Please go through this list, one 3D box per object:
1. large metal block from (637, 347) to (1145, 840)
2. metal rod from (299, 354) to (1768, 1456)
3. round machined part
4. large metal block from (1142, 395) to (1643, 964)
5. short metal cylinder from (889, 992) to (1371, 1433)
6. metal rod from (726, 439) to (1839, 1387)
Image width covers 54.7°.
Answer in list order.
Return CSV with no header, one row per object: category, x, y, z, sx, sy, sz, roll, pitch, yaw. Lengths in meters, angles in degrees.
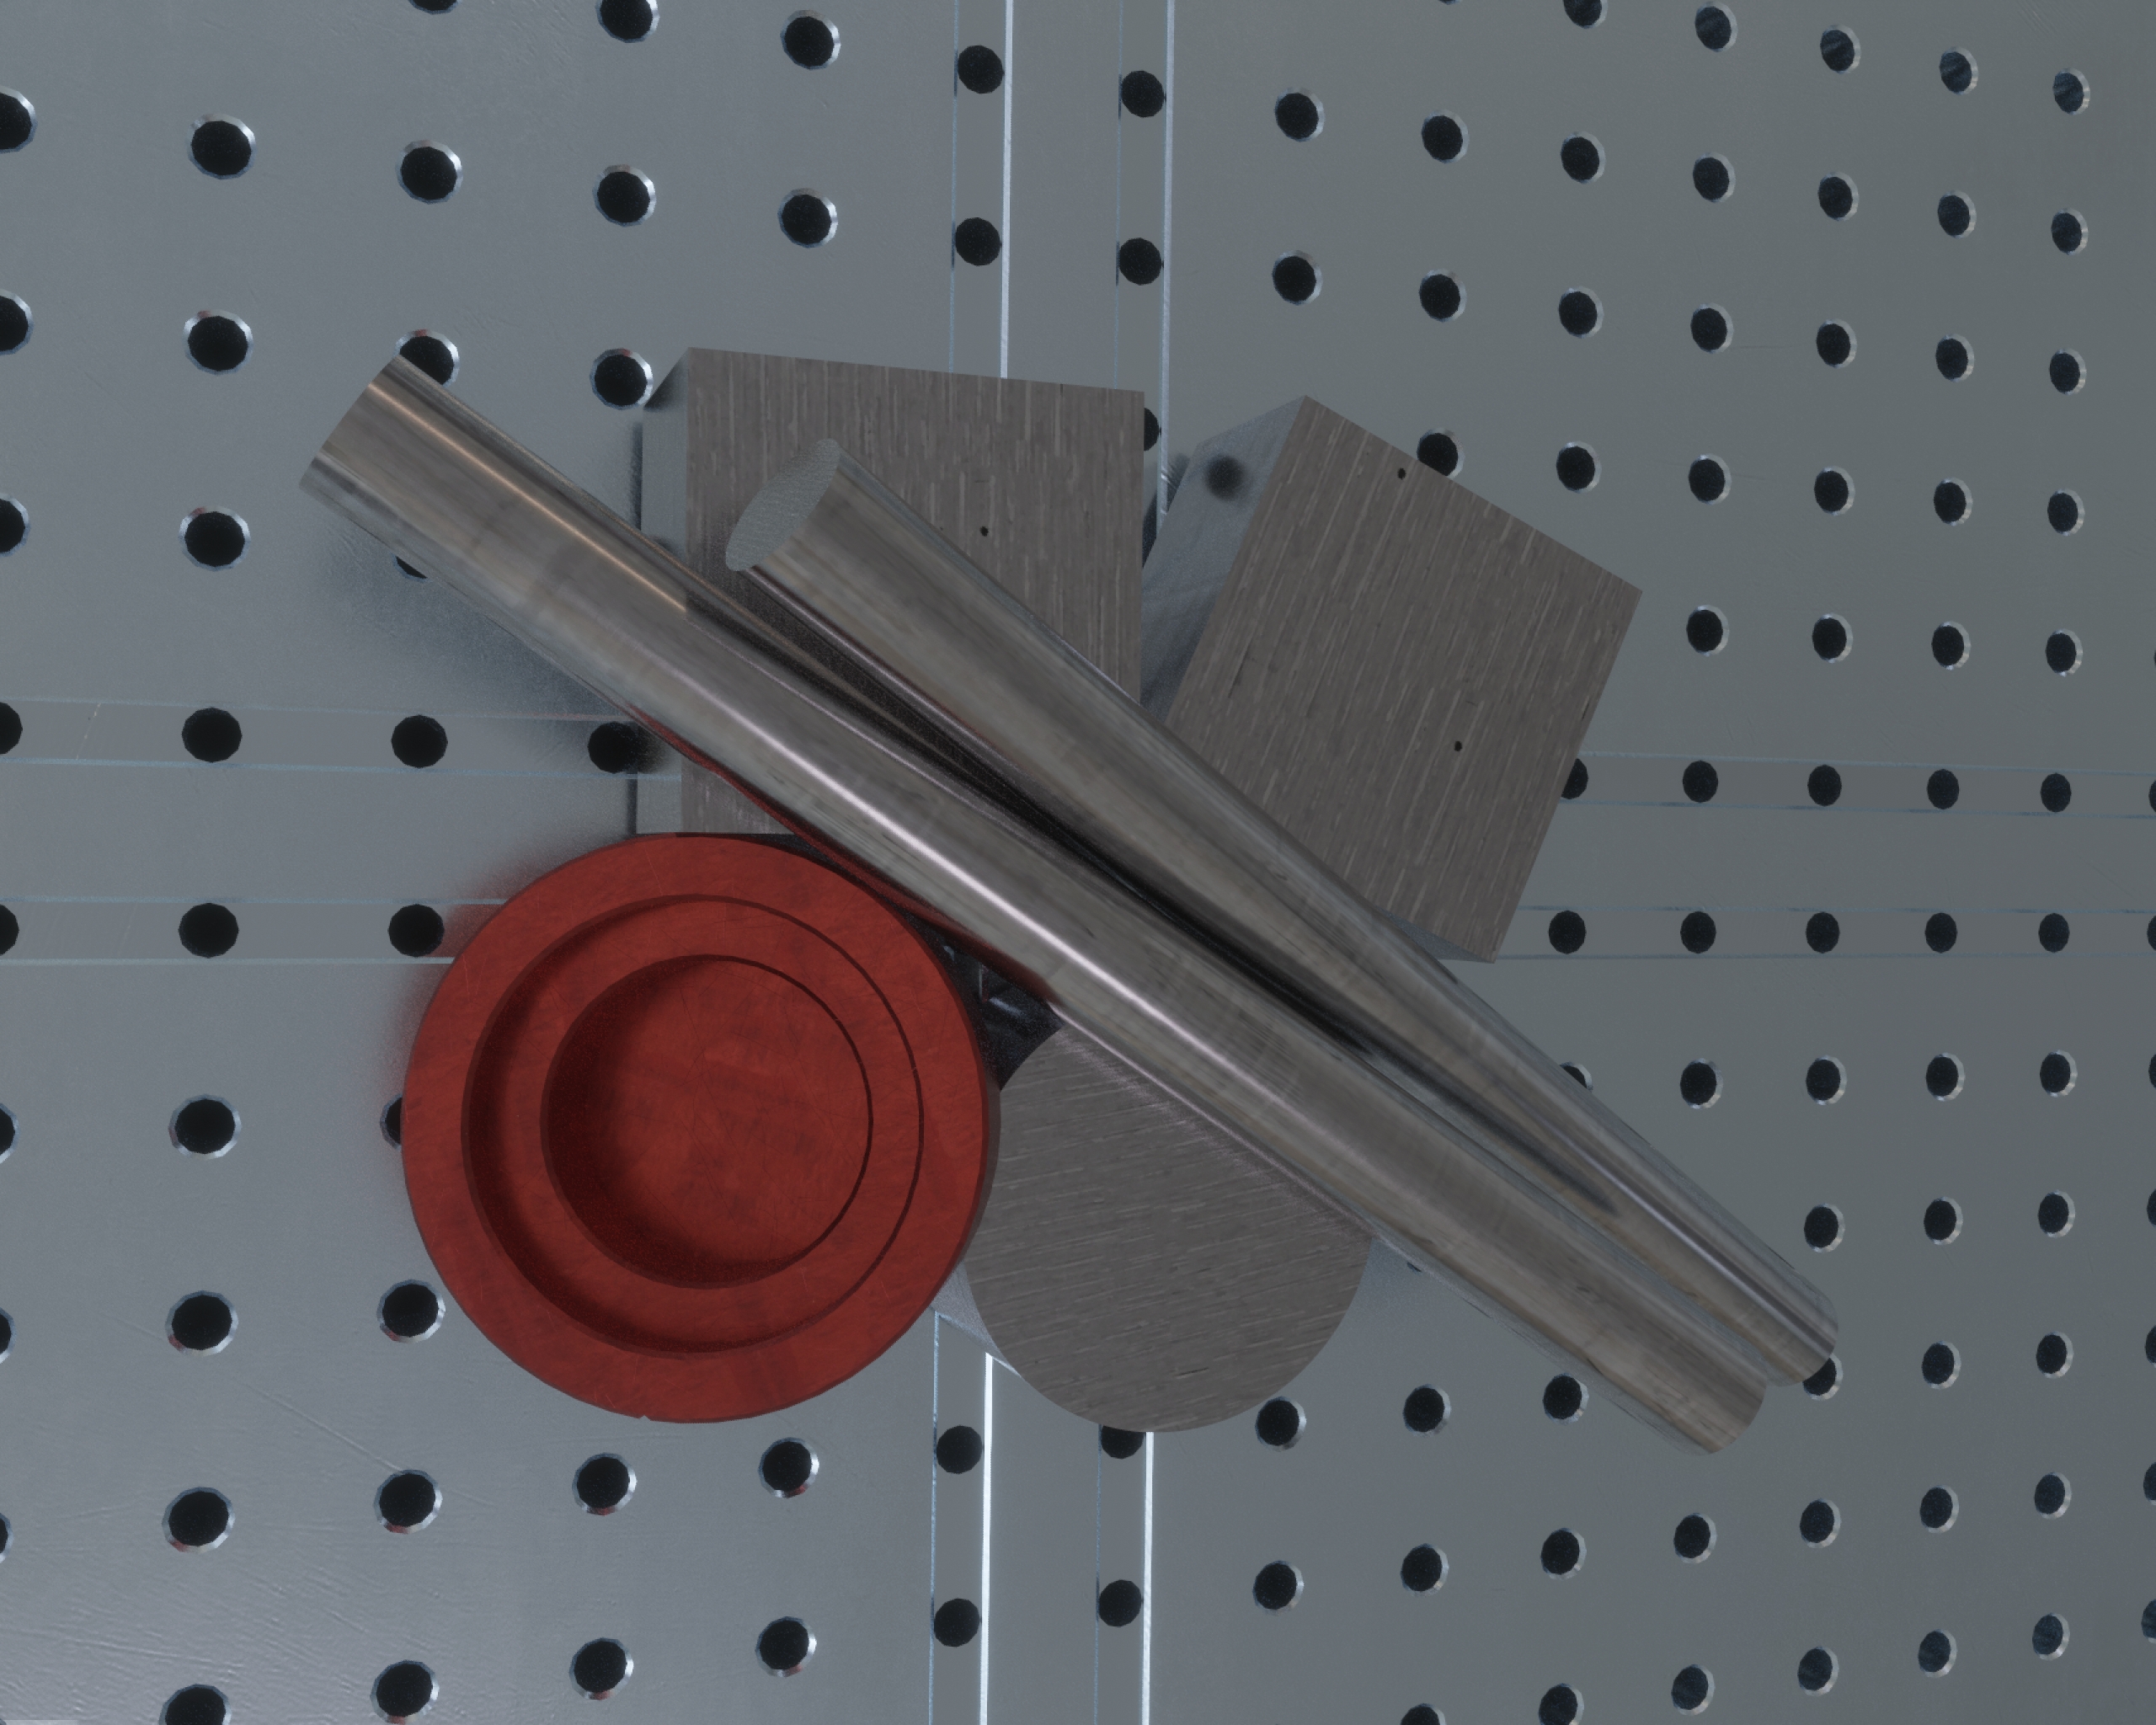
large metal block,-0.035,-0.044,0.379,0.081,0.050,0.079,1,90,-20
metal rod,0.007,0.019,0.357,0.301,0.025,0.025,36,78,-18
round machined part,-0.062,0.045,0.365,0.099,0.042,0.097,0,87,3
large metal block,0.052,-0.034,0.414,0.080,0.050,0.080,26,82,-18
short metal cylinder,0.009,0.062,0.398,0.081,0.050,0.079,0,90,-20
metal rod,0.057,0.026,0.390,0.301,0.025,0.025,38,78,-31
